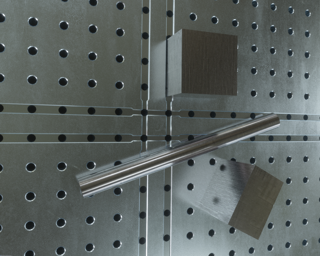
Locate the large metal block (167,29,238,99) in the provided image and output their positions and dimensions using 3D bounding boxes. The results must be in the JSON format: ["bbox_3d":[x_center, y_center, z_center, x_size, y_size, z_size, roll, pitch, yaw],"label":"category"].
[{"bbox_3d":[0.056,-0.083,0.420,0.081,0.050,0.080,0,90,-20],"label":"large metal block"}]

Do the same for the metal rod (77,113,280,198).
[{"bbox_3d":[0.039,0.031,0.426,0.302,0.025,0.025,-17,96,-19],"label":"metal rod"}]

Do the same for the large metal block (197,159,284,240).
[{"bbox_3d":[0.107,0.093,0.423,0.050,0.080,0.080,31,80,-18],"label":"large metal block"}]
